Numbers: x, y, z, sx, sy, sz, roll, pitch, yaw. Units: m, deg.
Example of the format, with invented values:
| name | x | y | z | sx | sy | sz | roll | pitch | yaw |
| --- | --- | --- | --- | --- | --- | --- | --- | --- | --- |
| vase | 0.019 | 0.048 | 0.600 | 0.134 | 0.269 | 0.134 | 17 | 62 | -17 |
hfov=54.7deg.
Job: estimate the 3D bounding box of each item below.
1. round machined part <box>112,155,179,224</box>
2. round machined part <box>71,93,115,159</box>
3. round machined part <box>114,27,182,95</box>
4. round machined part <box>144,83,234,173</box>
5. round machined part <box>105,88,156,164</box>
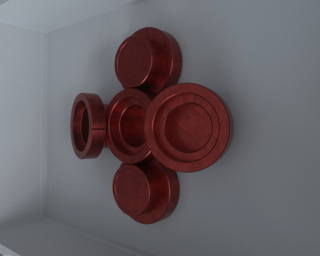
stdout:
| name | x | y | z | sx | sy | sz | roll | pitch | yaw |
| --- | --- | --- | --- | --- | --- | --- | --- | --- | --- |
| round machined part | -0.026 | 0.080 | 0.415 | 0.098 | 0.042 | 0.097 | 0 | 90 | 40 |
| round machined part | -0.099 | -0.003 | 0.465 | 0.098 | 0.042 | 0.097 | 0 | 89 | 57 |
| round machined part | -0.023 | -0.085 | 0.412 | 0.098 | 0.042 | 0.097 | 0 | 90 | 40 |
| round machined part | 0.035 | 0.000 | 0.354 | 0.098 | 0.042 | 0.097 | 0 | 90 | 23 |
| round machined part | -0.027 | -0.003 | 0.415 | 0.098 | 0.042 | 0.097 | 0 | 90 | 40 |
